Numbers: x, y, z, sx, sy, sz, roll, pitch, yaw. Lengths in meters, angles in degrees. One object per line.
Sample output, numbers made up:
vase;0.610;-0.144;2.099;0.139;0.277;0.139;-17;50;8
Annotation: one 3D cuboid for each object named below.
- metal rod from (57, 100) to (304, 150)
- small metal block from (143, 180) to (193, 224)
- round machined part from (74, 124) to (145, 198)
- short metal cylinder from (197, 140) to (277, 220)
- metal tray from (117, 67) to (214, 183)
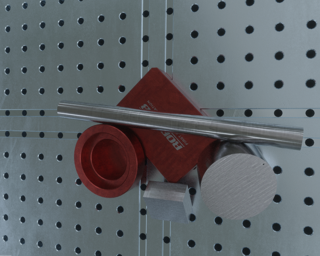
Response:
metal rod;0.008;-0.007;0.375;0.301;0.025;0.025;8;93;19
small metal block;0.011;0.094;0.393;0.050;0.025;0.050;3;134;19
round machined part;-0.064;0.041;0.420;0.098;0.042;0.097;3;97;24
short metal cylinder;0.084;0.056;0.353;0.081;0.050;0.079;0;108;2
metal tray;0.009;-0.004;0.407;0.090;0.030;0.130;-45;77;14
